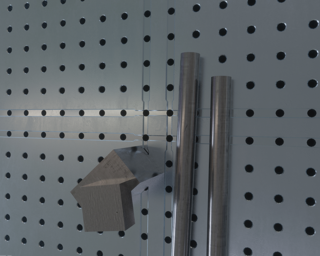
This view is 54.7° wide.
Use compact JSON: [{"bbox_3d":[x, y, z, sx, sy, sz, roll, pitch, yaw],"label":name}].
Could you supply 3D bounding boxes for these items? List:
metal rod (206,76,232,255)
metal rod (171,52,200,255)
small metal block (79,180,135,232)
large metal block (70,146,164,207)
[{"bbox_3d":[0.073,0.086,0.386,0.025,0.025,0.298,2,91,20],"label":"metal rod"},{"bbox_3d":[0.032,0.054,0.401,0.025,0.025,0.298,3,91,20],"label":"metal rod"},{"bbox_3d":[-0.059,0.087,0.348,0.050,0.025,0.050,-8,87,19],"label":"small metal block"},{"bbox_3d":[-0.053,0.070,0.402,0.080,0.080,0.050,-44,77,15],"label":"large metal block"}]
